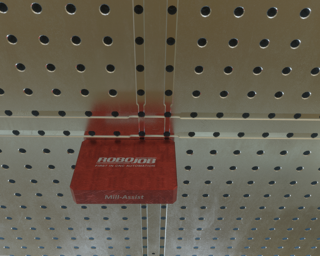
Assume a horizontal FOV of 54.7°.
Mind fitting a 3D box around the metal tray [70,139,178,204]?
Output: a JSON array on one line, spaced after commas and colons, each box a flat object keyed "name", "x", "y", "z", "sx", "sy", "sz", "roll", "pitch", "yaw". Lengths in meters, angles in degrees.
[{"name": "metal tray", "x": -0.044, "y": 0.056, "z": 0.416, "sx": 0.131, "sy": 0.090, "sz": 0.030, "roll": 0, "pitch": 130, "yaw": -1}]
